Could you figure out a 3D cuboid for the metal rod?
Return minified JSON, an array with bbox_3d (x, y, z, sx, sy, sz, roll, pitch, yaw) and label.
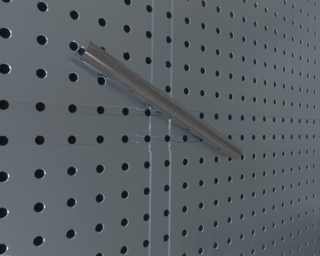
[{"bbox_3d":[0.021,-0.023,0.425,0.301,0.025,0.025,31,71,-36],"label":"metal rod"}]
